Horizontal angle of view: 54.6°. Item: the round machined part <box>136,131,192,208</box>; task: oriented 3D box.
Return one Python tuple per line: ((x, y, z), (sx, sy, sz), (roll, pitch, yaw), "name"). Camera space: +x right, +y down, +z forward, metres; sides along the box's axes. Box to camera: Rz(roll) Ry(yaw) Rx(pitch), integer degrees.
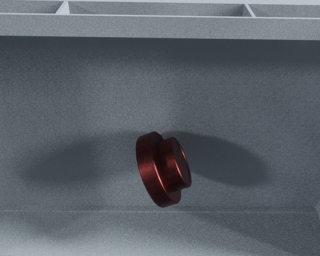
((0.010, 0.050, 0.403), (0.042, 0.098, 0.098), (-21, 127, 14), "round machined part")
